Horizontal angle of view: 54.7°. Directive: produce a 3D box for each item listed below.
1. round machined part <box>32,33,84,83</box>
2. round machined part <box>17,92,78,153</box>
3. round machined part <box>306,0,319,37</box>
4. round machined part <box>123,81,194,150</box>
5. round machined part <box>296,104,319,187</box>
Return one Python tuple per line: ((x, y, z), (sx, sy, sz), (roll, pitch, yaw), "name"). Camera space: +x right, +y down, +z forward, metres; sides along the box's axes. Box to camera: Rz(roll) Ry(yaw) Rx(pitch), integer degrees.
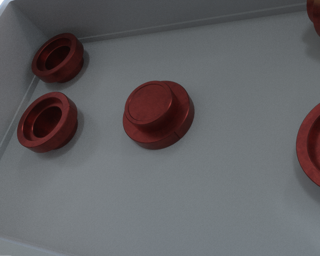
((-0.178, -0.121, 0.560), (0.098, 0.042, 0.098), (-13, 56, 20), "round machined part")
((-0.169, -0.005, 0.484), (0.098, 0.042, 0.098), (-13, 56, 20), "round machined part")
((0.204, -0.146, 0.343), (0.098, 0.098, 0.042), (-44, 40, -3), "round machined part")
((-0.007, -0.024, 0.412), (0.098, 0.042, 0.098), (-13, 56, 20), "round machined part")
((0.180, 0.017, 0.277), (0.098, 0.042, 0.098), (-24, 54, 38), "round machined part")
